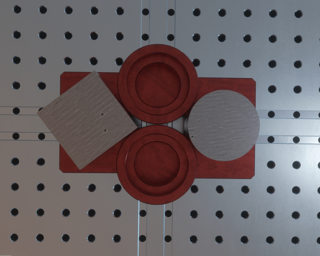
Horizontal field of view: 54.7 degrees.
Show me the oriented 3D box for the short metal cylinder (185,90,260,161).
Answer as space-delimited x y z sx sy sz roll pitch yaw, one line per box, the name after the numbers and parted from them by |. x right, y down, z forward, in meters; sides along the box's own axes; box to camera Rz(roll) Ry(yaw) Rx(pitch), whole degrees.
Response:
0.071 -0.003 0.370 0.081 0.050 0.079 0 90 0 | short metal cylinder

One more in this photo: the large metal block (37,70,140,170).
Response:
-0.081 -0.009 0.370 0.080 0.050 0.080 -37 90 0 | large metal block

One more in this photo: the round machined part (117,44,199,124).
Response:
-0.002 -0.054 0.396 0.099 0.042 0.097 0 90 0 | round machined part

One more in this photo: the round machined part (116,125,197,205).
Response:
-0.004 0.045 0.396 0.099 0.042 0.097 0 90 0 | round machined part

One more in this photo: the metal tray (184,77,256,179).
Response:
0.077 0.000 0.409 0.091 0.030 0.129 1 90 0 | metal tray

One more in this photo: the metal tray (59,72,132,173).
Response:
-0.083 -0.007 0.410 0.091 0.030 0.129 1 90 -2 | metal tray
